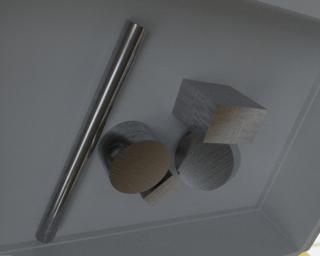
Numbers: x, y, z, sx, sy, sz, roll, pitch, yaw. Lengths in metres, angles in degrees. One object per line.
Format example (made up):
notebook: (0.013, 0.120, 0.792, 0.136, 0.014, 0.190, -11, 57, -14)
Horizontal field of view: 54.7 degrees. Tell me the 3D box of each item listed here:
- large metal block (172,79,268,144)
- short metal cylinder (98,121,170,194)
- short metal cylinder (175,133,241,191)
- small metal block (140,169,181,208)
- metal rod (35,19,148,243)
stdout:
large metal block: (0.075, -0.022, 0.402, 0.081, 0.080, 0.050, 3, 117, -30)
short metal cylinder: (-0.034, 0.037, 0.399, 0.081, 0.050, 0.079, -14, 125, -21)
short metal cylinder: (0.067, 0.043, 0.429, 0.080, 0.080, 0.050, -57, 159, 12)
small metal block: (-0.007, 0.074, 0.436, 0.050, 0.050, 0.025, -39, 130, -2)
metal rod: (-0.089, 0.017, 0.371, 0.025, 0.025, 0.298, 15, 111, -35)
